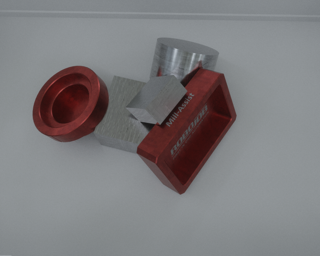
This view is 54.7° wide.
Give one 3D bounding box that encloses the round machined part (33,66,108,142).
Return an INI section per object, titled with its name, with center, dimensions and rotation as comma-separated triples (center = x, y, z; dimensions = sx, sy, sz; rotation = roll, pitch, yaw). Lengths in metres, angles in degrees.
[round machined part]
center = -0.108, -0.027, 0.395
dimensions = 0.098, 0.042, 0.098
rotation = -10, 63, 20

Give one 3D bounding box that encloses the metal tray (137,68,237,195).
[metal tray]
center = 0.038, 0.005, 0.371
dimensions = 0.030, 0.090, 0.130
rotation = 25, 69, 37

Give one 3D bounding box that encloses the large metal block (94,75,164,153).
[large metal block]
center = -0.029, -0.013, 0.399
dimensions = 0.080, 0.050, 0.080
rotation = 14, 71, 4

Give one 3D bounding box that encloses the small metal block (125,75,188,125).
[small metal block]
center = -0.005, -0.032, 0.352
dimensions = 0.025, 0.050, 0.050
rotation = 47, 73, -25

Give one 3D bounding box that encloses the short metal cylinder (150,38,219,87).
[short metal cylinder]
center = 0.031, -0.082, 0.402
dimensions = 0.080, 0.080, 0.050
rotation = 15, 115, 5
